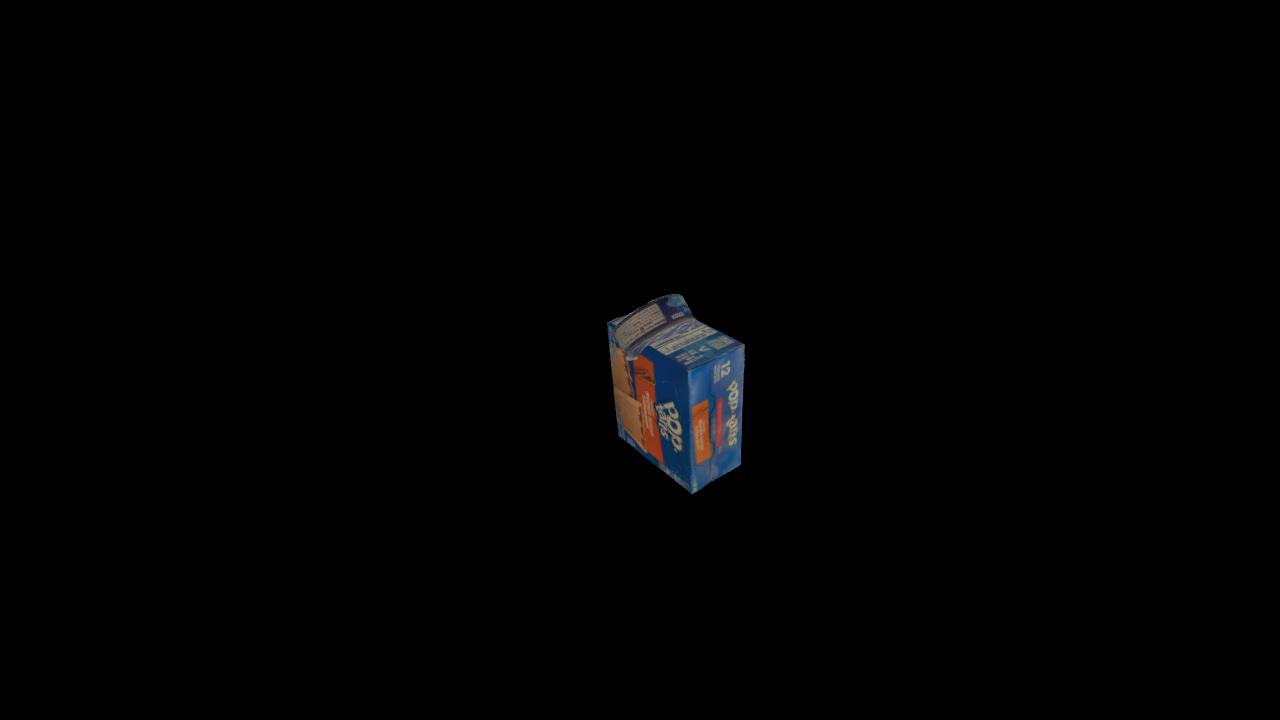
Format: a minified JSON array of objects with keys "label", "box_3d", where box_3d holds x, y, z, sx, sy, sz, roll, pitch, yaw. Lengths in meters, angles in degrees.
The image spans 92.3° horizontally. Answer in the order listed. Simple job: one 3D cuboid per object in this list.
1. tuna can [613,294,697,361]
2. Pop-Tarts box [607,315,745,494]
[{"label":"tuna can","box_3d":[0.015,-0.034,0.636,0.084,0.034,0.084,-27,-10,-5]},{"label":"Pop-Tarts box","box_3d":[0.040,0.040,0.702,0.083,0.167,0.141,-26,38,-30]}]
